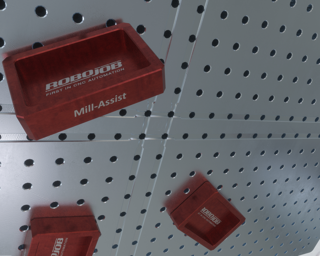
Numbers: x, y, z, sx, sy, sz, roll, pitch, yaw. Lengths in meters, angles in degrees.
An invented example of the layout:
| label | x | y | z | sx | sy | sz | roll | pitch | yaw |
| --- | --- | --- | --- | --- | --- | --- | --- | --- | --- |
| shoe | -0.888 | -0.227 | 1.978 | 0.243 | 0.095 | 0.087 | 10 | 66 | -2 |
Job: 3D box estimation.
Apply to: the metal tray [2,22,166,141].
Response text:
| label | x | y | z | sx | sy | sz | roll | pitch | yaw |
| --- | --- | --- | --- | --- | --- | --- | --- | --- | --- |
| metal tray | -0.072 | -0.050 | 0.295 | 0.131 | 0.090 | 0.030 | -22 | 142 | -15 |

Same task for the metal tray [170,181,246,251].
| label | x | y | z | sx | sy | sz | roll | pitch | yaw |
| --- | --- | --- | --- | --- | --- | --- | --- | --- | --- |
| metal tray | 0.089 | 0.160 | 0.554 | 0.090 | 0.030 | 0.130 | -43 | 129 | 2 |

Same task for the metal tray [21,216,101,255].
| label | x | y | z | sx | sy | sz | roll | pitch | yaw |
| --- | --- | --- | --- | --- | --- | --- | --- | --- | --- |
| metal tray | -0.147 | 0.187 | 0.442 | 0.091 | 0.030 | 0.129 | 8 | 114 | -32 |
